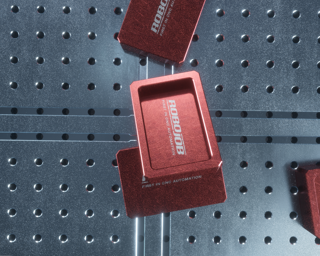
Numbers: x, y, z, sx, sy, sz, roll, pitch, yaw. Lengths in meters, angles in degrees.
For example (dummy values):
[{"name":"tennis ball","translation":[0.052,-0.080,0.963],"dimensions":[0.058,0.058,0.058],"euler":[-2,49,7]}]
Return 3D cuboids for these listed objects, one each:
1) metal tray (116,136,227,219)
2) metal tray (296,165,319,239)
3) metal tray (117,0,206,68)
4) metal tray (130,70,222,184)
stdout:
[{"name":"metal tray","translation":[0.015,0.062,0.411],"dimensions":[0.131,0.030,0.089],"euler":[-10,90,-1]},{"name":"metal tray","translation":[0.258,0.090,0.414],"dimensions":[0.131,0.030,0.089],"euler":[-8,90,-1]},{"name":"metal tray","translation":[0.008,-0.157,0.411],"dimensions":[0.090,0.030,0.129],"euler":[19,90,-1]},{"name":"metal tray","translation":[0.017,-0.003,0.387],"dimensions":[0.091,0.030,0.130],"euler":[-10,68,-1]}]
